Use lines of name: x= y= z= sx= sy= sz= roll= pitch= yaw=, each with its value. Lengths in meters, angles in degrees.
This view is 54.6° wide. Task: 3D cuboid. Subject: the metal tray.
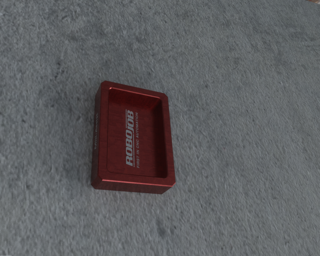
metal tray: x=-0.033 y=0.010 z=0.376 sx=0.091 sy=0.030 sz=0.130 roll=10 pitch=58 yaw=-23
